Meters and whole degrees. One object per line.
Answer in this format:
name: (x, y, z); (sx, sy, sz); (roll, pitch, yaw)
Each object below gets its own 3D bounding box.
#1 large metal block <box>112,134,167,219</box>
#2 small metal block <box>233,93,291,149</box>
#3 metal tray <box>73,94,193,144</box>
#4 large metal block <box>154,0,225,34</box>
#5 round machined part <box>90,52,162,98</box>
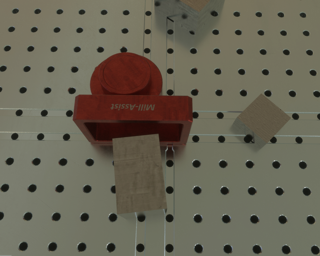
large metal block: (-0.022, 0.059, 0.360); (0.050, 0.080, 0.080); (-6, 70, -2)
small metal block: (0.136, -0.009, 0.416); (0.050, 0.025, 0.050); (-43, 76, -14)
metal tray: (-0.029, -0.008, 0.379); (0.131, 0.090, 0.030); (1, 71, 0)
large metal block: (0.048, -0.205, 0.474); (0.080, 0.050, 0.080); (36, 74, 12)
round machined part: (-0.046, -0.063, 0.420); (0.099, 0.042, 0.098); (0, 64, -1)
